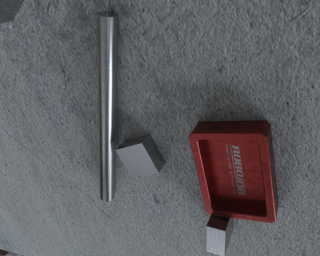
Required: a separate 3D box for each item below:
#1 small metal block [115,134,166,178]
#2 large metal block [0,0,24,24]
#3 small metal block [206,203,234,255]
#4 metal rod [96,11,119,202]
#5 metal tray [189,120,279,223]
[{"bbox_3d":[-0.028,0.041,0.445,0.050,0.025,0.050,-16,110,34],"label":"small metal block"},{"bbox_3d":[-0.217,-0.187,0.387,0.080,0.050,0.080,49,128,-7],"label":"large metal block"},{"bbox_3d":[0.085,0.140,0.432,0.025,0.050,0.050,9,122,23],"label":"small metal block"},{"bbox_3d":[-0.075,-0.008,0.439,0.025,0.025,0.298,18,126,17],"label":"metal rod"},{"bbox_3d":[0.094,0.055,0.387,0.090,0.030,0.129,-1,118,28],"label":"metal tray"}]
